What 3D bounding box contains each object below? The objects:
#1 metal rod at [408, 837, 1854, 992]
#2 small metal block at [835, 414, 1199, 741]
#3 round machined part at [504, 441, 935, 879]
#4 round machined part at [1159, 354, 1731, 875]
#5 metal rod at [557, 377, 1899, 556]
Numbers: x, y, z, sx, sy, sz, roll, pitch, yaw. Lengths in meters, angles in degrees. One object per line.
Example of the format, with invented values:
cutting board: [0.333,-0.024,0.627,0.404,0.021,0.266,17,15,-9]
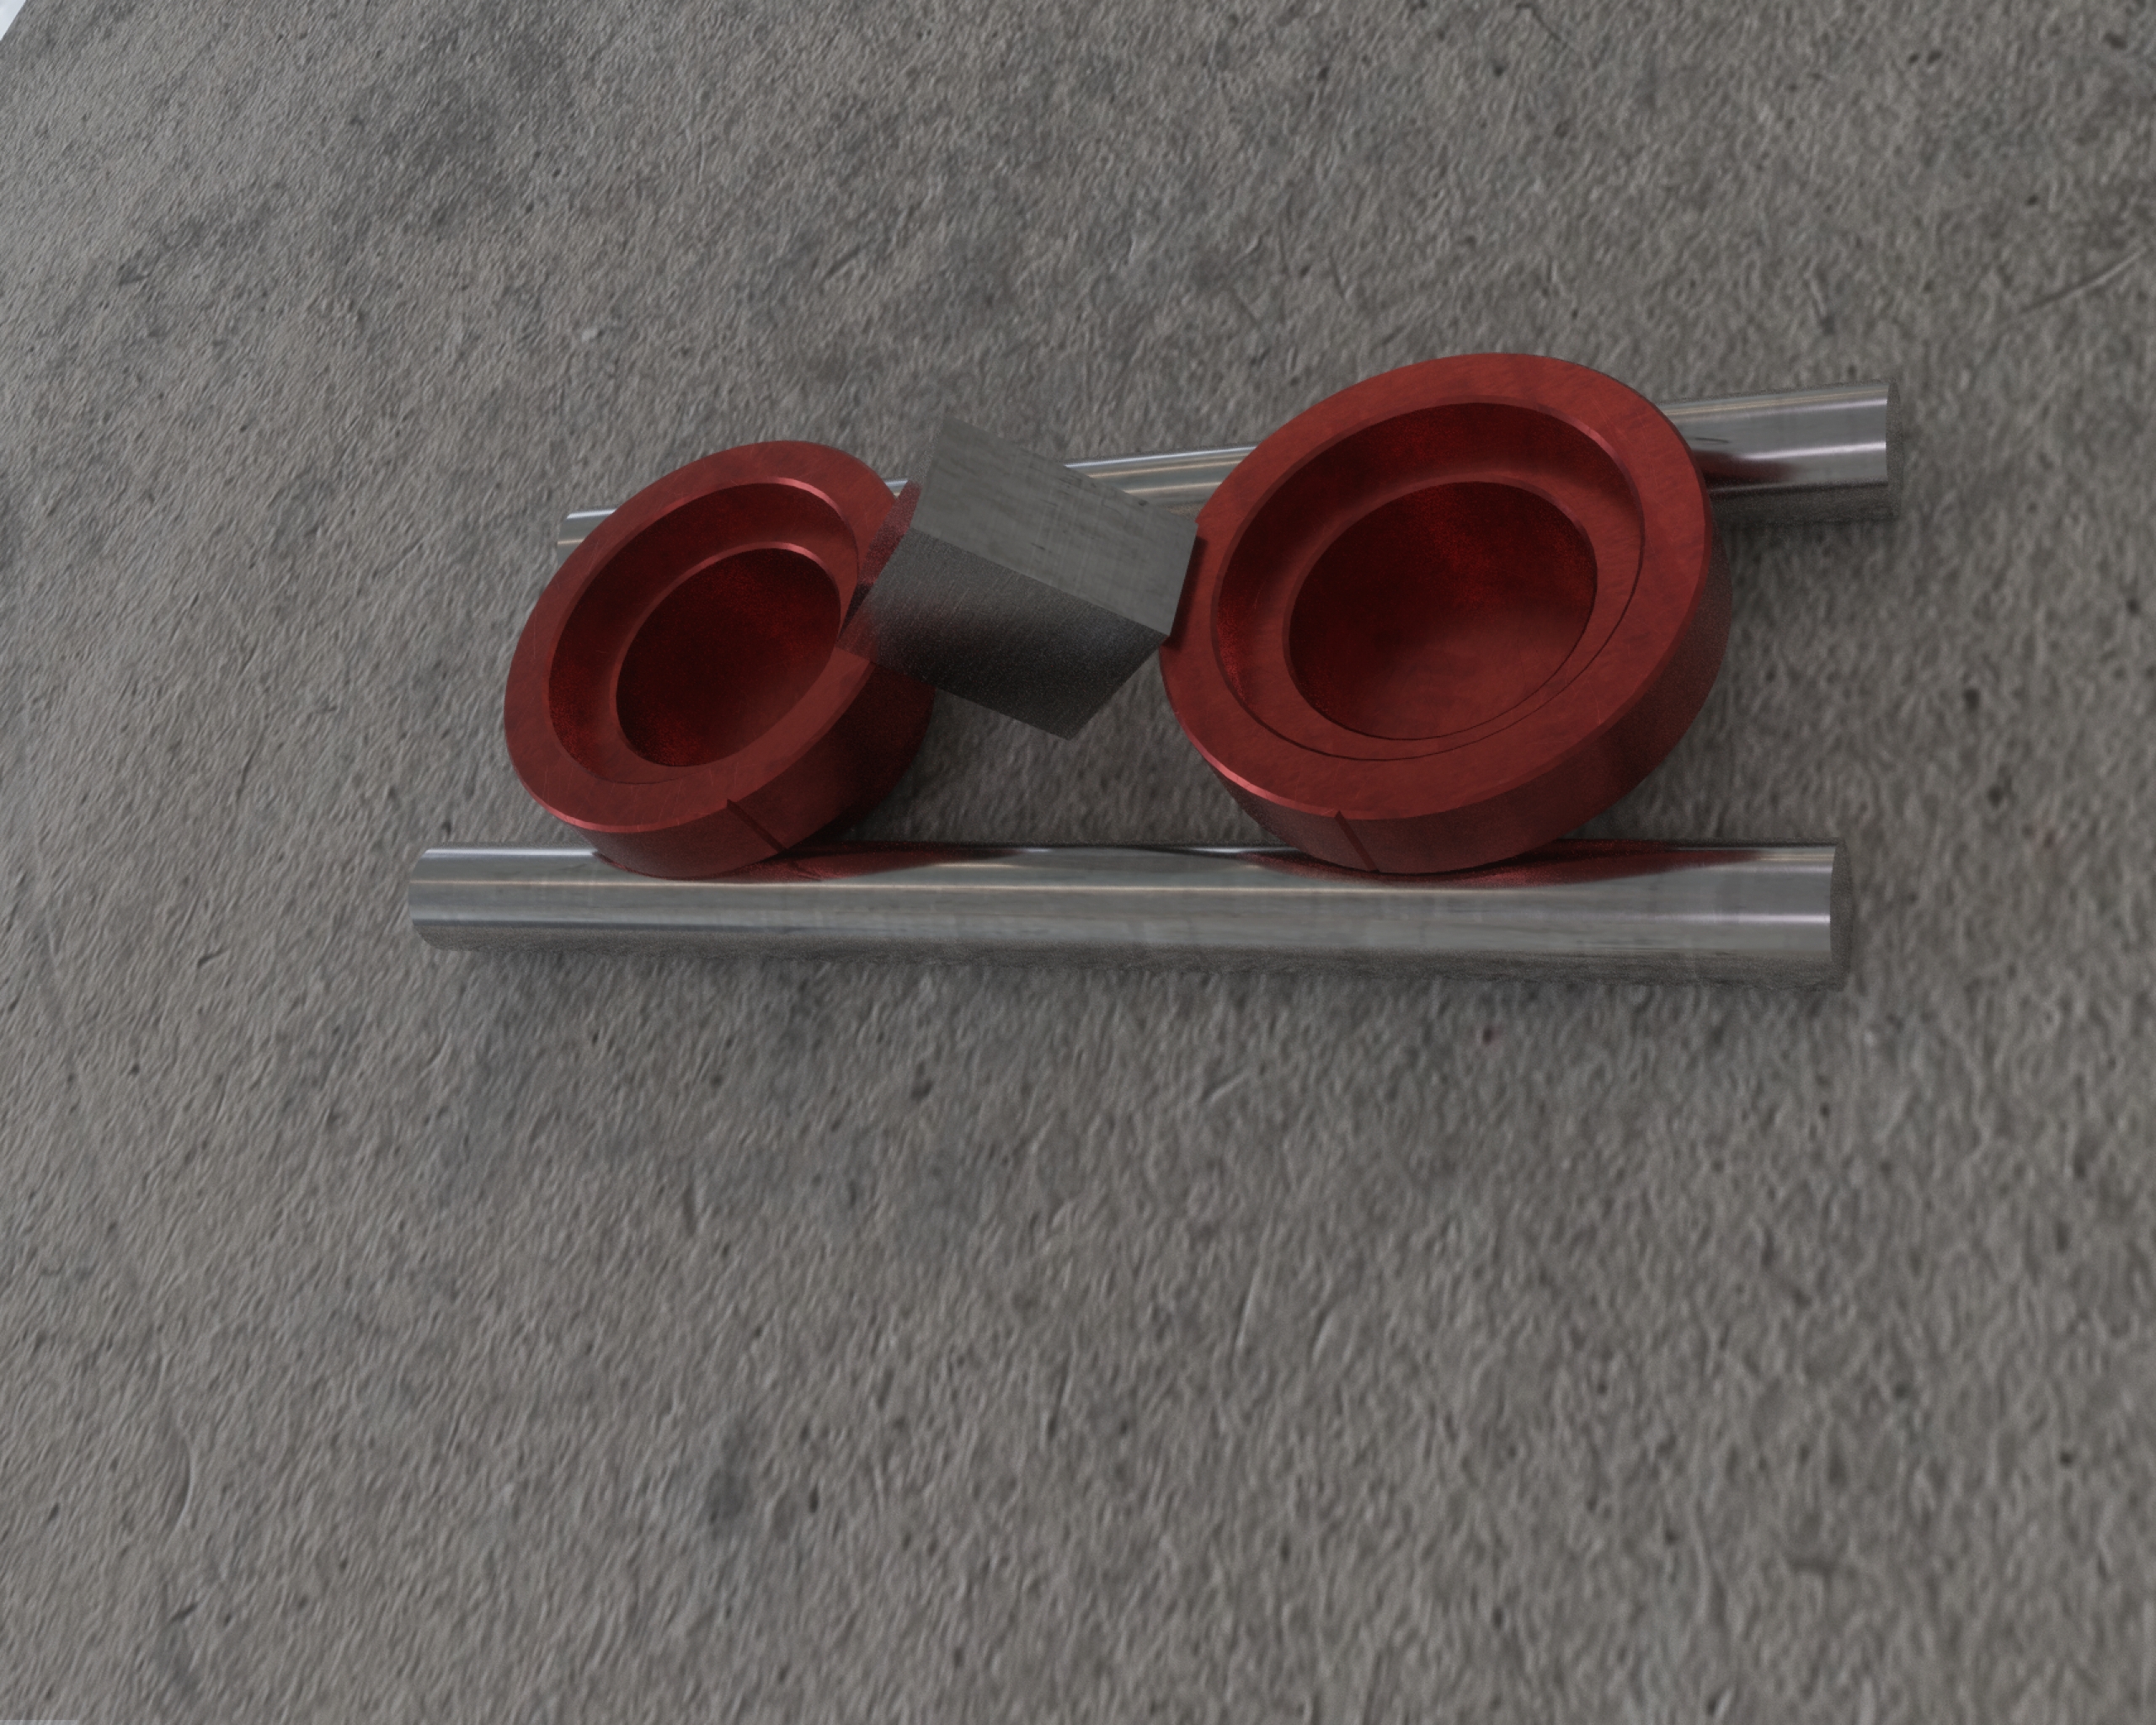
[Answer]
metal rod: [-0.010,0.008,0.405,0.300,0.025,0.025,0,62,28]
small metal block: [-0.012,-0.052,0.394,0.050,0.050,0.025,138,150,-61]
round machined part: [-0.070,-0.039,0.450,0.098,0.042,0.098,-13,56,21]
round machined part: [0.068,-0.040,0.377,0.098,0.042,0.098,-13,56,21]
metal rod: [0.013,-0.075,0.443,0.300,0.025,0.025,0,62,28]
